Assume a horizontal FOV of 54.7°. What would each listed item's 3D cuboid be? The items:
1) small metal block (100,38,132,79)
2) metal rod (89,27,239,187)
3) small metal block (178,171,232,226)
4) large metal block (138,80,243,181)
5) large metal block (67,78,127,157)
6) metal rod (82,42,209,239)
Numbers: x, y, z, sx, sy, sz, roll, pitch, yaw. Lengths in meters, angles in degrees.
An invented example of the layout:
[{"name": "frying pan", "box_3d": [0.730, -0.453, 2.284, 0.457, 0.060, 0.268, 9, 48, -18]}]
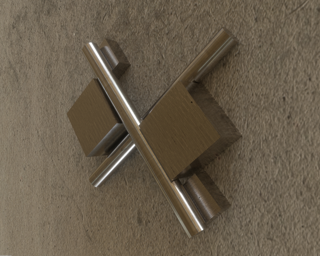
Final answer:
[{"name": "small metal block", "box_3d": [-0.077, -0.098, 0.471, 0.050, 0.025, 0.050, -45, 63, 31]}, {"name": "metal rod", "box_3d": [-0.011, -0.010, 0.417, 0.299, 0.025, 0.025, -46, 63, 30]}, {"name": "small metal block", "box_3d": [0.048, 0.087, 0.368, 0.050, 0.025, 0.050, -50, 61, 28]}, {"name": "large metal block", "box_3d": [0.033, 0.003, 0.363, 0.080, 0.050, 0.080, -47, 62, 30]}, {"name": "large metal block", "box_3d": [-0.083, -0.014, 0.457, 0.080, 0.050, 0.080, -44, 64, 31]}, {"name": "metal rod", "box_3d": [-0.031, -0.001, 0.398, 0.025, 0.025, 0.299, -47, 62, 30]}]
